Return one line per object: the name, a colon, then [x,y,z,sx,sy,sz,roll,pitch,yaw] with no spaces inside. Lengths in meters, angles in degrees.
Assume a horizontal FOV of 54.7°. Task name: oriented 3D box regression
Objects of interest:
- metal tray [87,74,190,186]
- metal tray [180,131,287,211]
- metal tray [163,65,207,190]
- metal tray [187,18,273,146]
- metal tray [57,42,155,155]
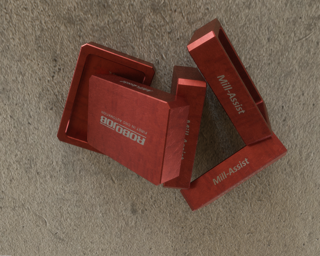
metal tray: [-0.031,-0.004,0.349,0.130,0.030,0.089,24,116,38]
metal tray: [0.097,0.056,0.398,0.130,0.090,0.030,-36,71,12]
metal tray: [0.026,-0.003,0.376,0.030,0.090,0.129,6,111,-3]
metal tray: [0.082,-0.055,0.355,0.030,0.090,0.130,-27,109,24]
metal tray: [-0.069,-0.033,0.395,0.091,0.030,0.129,19,109,-7]
